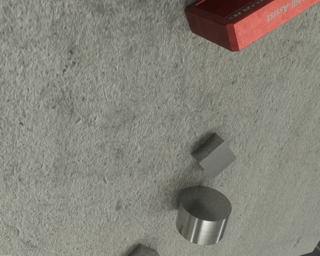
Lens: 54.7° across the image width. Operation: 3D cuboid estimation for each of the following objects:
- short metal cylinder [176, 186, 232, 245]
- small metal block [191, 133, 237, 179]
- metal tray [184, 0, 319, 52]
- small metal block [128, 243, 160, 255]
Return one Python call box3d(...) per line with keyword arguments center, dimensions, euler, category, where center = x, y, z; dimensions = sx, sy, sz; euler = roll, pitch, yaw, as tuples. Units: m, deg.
box3d(center=(0.068, 0.138, 0.494), dimensions=(0.081, 0.080, 0.050), euler=(-6, 121, -26), category="short metal cylinder")
box3d(center=(0.084, 0.044, 0.480), dimensions=(0.050, 0.025, 0.050), euler=(-42, 130, 0), category="small metal block")
box3d(center=(0.104, -0.138, 0.335), dimensions=(0.131, 0.090, 0.030), euler=(-32, 129, -7), category="metal tray")
box3d(center=(-0.031, 0.233, 0.534), dimensions=(0.050, 0.025, 0.050), euler=(-45, 129, 3), category="small metal block")
